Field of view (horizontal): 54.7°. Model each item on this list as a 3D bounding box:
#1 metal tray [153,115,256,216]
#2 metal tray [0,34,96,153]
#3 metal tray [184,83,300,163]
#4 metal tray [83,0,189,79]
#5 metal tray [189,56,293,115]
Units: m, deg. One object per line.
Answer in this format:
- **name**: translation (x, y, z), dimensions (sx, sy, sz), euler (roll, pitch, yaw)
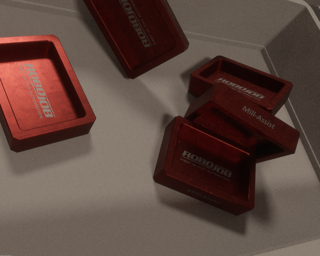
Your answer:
- **metal tray**: translation (0.063, 0.049, 0.408), dimensions (0.131, 0.030, 0.090), euler (25, 53, -14)
- **metal tray**: translation (-0.141, -0.045, 0.354), dimensions (0.091, 0.030, 0.130), euler (-17, 71, -35)
- **metal tray**: translation (0.107, -0.001, 0.421), dimensions (0.130, 0.090, 0.030), euler (30, 67, -9)
- **metal tray**: translation (-0.031, -0.141, 0.406), dimensions (0.130, 0.090, 0.030), euler (60, 23, -12)
- **metal tray**: translation (0.121, -0.062, 0.471), dimensions (0.130, 0.030, 0.091), euler (29, 46, 25)
